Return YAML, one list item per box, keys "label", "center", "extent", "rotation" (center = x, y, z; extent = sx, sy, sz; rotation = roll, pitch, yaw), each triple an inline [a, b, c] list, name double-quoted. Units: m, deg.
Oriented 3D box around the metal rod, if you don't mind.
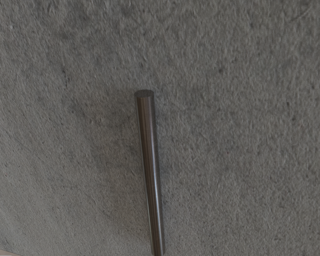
- label: "metal rod"
  center: [-0.011, 0.085, 0.463]
  extent: [0.025, 0.025, 0.298]
  rotation: [10, 123, 22]
